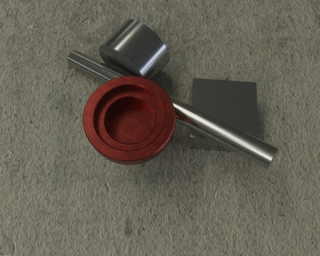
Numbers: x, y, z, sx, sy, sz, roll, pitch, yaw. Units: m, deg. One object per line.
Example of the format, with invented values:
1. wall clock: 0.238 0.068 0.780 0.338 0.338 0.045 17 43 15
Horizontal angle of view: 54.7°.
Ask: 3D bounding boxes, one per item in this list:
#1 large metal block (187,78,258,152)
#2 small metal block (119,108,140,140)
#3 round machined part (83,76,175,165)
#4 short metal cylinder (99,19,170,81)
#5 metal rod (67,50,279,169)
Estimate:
1. large metal block: 0.079 -0.015 0.403 0.081 0.050 0.080 4 70 1
2. small metal block: -0.037 -0.002 0.397 0.025 0.050 0.050 -2 70 -1
3. round machined part: -0.033 -0.006 0.350 0.099 0.042 0.098 0 71 -1
4. short metal cylinder: -0.034 -0.097 0.415 0.080 0.080 0.050 36 74 12
5. metal rod: -0.003 -0.034 0.382 0.300 0.025 0.025 29 72 24
